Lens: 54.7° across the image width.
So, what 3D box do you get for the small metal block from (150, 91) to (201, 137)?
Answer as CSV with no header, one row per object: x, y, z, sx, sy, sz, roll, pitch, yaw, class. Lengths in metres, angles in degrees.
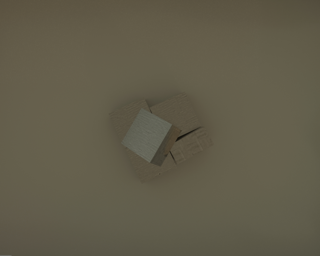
0.020,-0.014,0.410,0.050,0.025,0.050,-25,90,-1,small metal block

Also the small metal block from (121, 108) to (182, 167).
-0.011,0.011,0.372,0.050,0.025,0.050,30,90,34,small metal block

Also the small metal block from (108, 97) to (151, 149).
-0.033,-0.007,0.409,0.050,0.025,0.050,-25,90,-1,small metal block

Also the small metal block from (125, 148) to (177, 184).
-0.011,0.039,0.410,0.050,0.025,0.050,-25,90,-1,small metal block

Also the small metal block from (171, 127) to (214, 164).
0.037,0.021,0.398,0.050,0.050,0.025,-28,90,-1,small metal block
